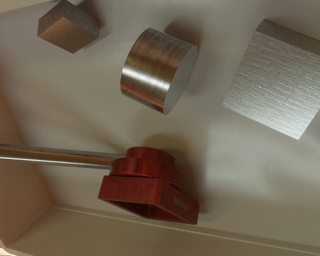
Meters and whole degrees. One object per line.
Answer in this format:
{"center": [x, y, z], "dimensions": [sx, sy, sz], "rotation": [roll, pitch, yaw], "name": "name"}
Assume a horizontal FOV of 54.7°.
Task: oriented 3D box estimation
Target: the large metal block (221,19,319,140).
{"center": [0.117, -0.048, 0.301], "dimensions": [0.080, 0.050, 0.079], "rotation": [26, 127, 11], "name": "large metal block"}

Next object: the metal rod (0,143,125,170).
{"center": [-0.193, 0.038, 0.449], "dimensions": [0.302, 0.025, 0.025], "rotation": [6, 125, -6], "name": "metal rod"}

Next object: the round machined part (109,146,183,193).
{"center": [-0.016, 0.057, 0.420], "dimensions": [0.099, 0.042, 0.098], "rotation": [10, 156, 5], "name": "round machined part"}

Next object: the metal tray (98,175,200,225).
{"center": [-0.011, 0.102, 0.427], "dimensions": [0.090, 0.030, 0.130], "rotation": [-2, 153, 29], "name": "metal tray"}

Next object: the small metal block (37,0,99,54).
{"center": [-0.109, -0.120, 0.372], "dimensions": [0.050, 0.050, 0.025], "rotation": [-19, 65, 35], "name": "small metal block"}

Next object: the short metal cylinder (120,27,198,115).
{"center": [0.000, -0.061, 0.334], "dimensions": [0.050, 0.080, 0.079], "rotation": [26, 128, 11], "name": "short metal cylinder"}
